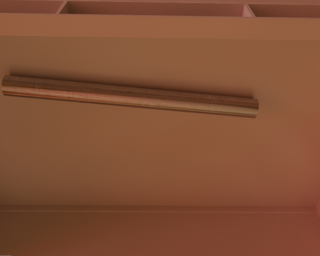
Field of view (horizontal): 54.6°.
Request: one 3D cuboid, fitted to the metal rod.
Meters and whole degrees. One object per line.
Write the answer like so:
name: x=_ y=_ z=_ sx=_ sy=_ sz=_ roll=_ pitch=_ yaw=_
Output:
metal rod: x=-0.031 y=-0.037 z=0.376 sx=0.302 sy=0.025 sz=0.025 roll=5 pitch=130 yaw=-5
